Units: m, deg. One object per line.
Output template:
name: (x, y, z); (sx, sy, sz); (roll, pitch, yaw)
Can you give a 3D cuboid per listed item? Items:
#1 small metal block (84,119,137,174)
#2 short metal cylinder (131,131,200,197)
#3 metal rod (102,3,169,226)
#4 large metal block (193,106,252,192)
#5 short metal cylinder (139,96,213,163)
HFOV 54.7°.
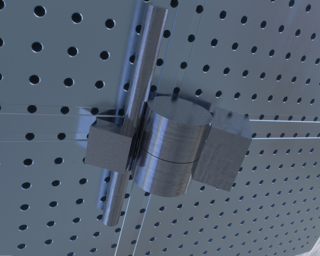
small metal block: (-0.059, 0.022, 0.373); (0.050, 0.025, 0.050); (16, 114, 3)
short metal cylinder: (0.007, 0.044, 0.402); (0.081, 0.080, 0.050); (0, 118, -29)
metal rod: (-0.037, 0.003, 0.387); (0.025, 0.025, 0.298); (0, 118, -29)
large metal block: (0.085, 0.026, 0.424); (0.050, 0.080, 0.079); (18, 115, 5)
short metal cylinder: (0.019, 0.000, 0.380); (0.081, 0.080, 0.050); (0, 118, -29)
